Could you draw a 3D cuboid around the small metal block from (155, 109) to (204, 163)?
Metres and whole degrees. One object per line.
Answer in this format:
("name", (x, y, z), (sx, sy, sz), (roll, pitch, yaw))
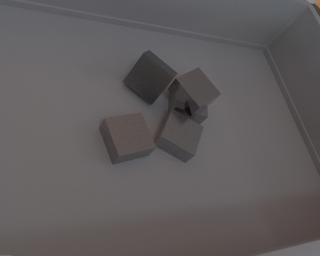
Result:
("small metal block", (0.025, 0.010, 0.413), (0.050, 0.025, 0.050), (30, 52, -9))

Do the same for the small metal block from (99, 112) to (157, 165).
("small metal block", (-0.040, 0.012, 0.377), (0.050, 0.025, 0.050), (-11, 68, -33))

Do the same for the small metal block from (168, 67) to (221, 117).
("small metal block", (0.048, -0.051, 0.430), (0.050, 0.025, 0.050), (-32, 79, -38))

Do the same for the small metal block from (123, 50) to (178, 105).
("small metal block", (-0.013, -0.069, 0.421), (0.050, 0.050, 0.025), (40, 26, -2))

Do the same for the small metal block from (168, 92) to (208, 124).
("small metal block", (0.041, -0.037, 0.450), (0.050, 0.025, 0.050), (16, 55, -19))
